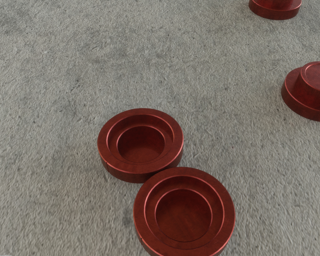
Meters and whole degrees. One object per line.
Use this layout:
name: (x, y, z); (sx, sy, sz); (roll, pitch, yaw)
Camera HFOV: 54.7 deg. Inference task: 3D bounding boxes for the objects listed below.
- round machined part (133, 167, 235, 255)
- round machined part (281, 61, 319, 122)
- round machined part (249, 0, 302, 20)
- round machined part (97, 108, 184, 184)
round machined part: (0.023, 0.092, 0.315); (0.099, 0.042, 0.098); (0, 50, 0)
round machined part: (0.230, -0.058, 0.442); (0.099, 0.042, 0.098); (0, 50, 0)
round machined part: (0.229, -0.257, 0.610); (0.099, 0.042, 0.098); (0, 50, 0)
round machined part: (-0.022, 0.025, 0.369); (0.099, 0.042, 0.098); (-1, 48, 1)
